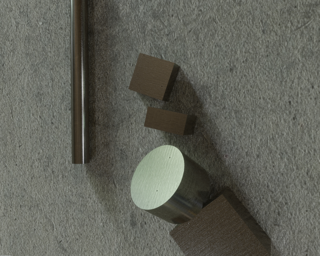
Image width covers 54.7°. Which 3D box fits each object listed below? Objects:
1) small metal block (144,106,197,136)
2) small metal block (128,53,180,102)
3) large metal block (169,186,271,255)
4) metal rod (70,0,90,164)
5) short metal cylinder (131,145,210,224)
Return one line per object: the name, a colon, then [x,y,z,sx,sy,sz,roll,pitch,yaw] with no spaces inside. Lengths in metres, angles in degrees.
small metal block: [0.015,-0.009,0.390,0.050,0.050,0.025,13,95,19]
small metal block: [-0.008,-0.067,0.411,0.050,0.025,0.050,20,97,18]
large metal block: [0.073,0.129,0.370,0.080,0.050,0.080,-41,78,15]
metal rod: [-0.116,-0.099,0.448,0.025,0.025,0.298,-1,90,19]
short metal cylinder: [0.012,0.067,0.370,0.080,0.050,0.080,-28,42,29]
